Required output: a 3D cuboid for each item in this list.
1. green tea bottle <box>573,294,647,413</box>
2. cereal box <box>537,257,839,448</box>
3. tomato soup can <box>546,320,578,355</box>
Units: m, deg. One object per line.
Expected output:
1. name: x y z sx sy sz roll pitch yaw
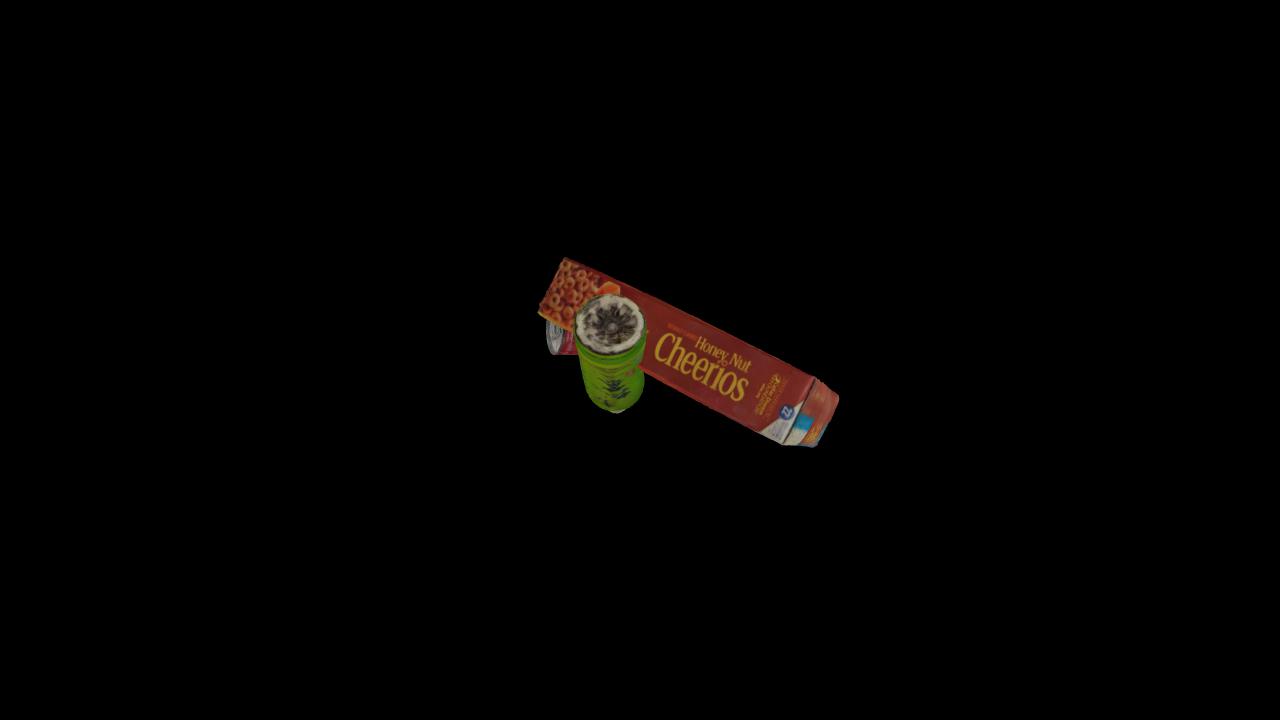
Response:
1. green tea bottle: -0.029 0.008 0.667 0.073 0.073 0.212 0 -23 -1
2. cereal box: 0.062 -0.003 0.693 0.306 0.081 0.203 29 5 24
3. tomato soup can: -0.057 -0.039 0.752 0.101 0.068 0.068 1 0 -25
